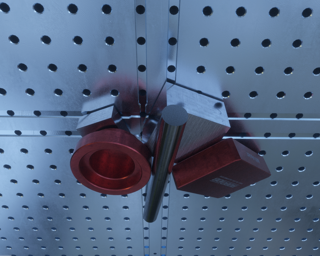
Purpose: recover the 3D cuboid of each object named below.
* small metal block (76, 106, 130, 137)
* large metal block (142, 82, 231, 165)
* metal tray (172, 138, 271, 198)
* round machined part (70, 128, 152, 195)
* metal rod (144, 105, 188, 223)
[{"bbox_3d":[-0.074,0.004,0.410,0.050,0.025,0.050,-17,128,14],"label":"small metal block"},{"bbox_3d":[0.029,-0.001,0.391,0.081,0.050,0.079,18,128,-15],"label":"large metal block"},{"bbox_3d":[0.087,0.060,0.423,0.090,0.030,0.131,-31,149,24],"label":"metal tray"},{"bbox_3d":[-0.059,0.039,0.392,0.099,0.042,0.097,2,131,2],"label":"round machined part"},{"bbox_3d":[-0.001,0.070,0.414,0.025,0.025,0.298,5,146,-4],"label":"metal rod"}]
